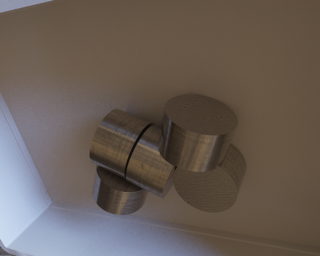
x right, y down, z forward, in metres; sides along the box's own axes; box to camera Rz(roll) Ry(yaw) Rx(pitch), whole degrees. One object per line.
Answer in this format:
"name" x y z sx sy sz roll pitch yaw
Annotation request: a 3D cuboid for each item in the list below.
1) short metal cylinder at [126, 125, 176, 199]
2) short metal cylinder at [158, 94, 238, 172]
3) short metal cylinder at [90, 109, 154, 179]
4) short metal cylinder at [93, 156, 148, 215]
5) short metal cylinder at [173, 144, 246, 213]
"short metal cylinder" -0.001 0.043 0.398 0.050 0.080 0.079 24 127 13
"short metal cylinder" 0.041 0.004 0.351 0.080 0.080 0.050 21 126 15
"short metal cylinder" -0.048 0.021 0.407 0.050 0.080 0.079 23 127 14
"short metal cylinder" -0.054 0.076 0.445 0.080 0.080 0.050 26 127 11
"short metal cylinder" 0.063 0.059 0.392 0.080 0.050 0.079 13 124 20
